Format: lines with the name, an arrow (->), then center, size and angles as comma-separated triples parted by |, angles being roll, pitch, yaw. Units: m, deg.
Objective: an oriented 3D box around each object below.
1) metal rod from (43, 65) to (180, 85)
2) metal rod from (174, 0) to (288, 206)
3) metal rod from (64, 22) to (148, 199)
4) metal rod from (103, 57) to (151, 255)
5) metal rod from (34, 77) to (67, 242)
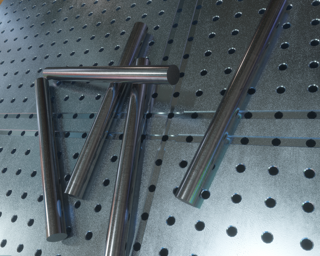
metal rod -> -0.095, -0.083, 0.477 | 0.300, 0.025, 0.025 | 9, 66, 41
metal rod -> 0.096, -0.045, 0.385 | 0.025, 0.025, 0.300 | 17, 70, 34
metal rod -> -0.074, -0.041, 0.470 | 0.025, 0.025, 0.300 | 4, 63, 29
metal rod -> -0.039, 0.029, 0.409 | 0.025, 0.025, 0.299 | -8, 58, 23
metal rod -> -0.174, 0.027, 0.480 | 0.025, 0.025, 0.299 | -29, 52, 9
